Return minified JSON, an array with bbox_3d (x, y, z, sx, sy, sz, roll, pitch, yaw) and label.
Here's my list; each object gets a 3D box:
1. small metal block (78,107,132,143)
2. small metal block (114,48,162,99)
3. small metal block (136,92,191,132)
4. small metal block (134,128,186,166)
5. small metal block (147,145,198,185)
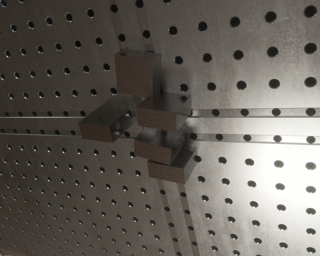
[{"bbox_3d":[-0.075,-0.005,0.430,0.050,0.050,0.025,6,121,24],"label":"small metal block"},{"bbox_3d":[-0.026,-0.067,0.382,0.050,0.025,0.050,13,124,20],"label":"small metal block"},{"bbox_3d":[0.006,-0.022,0.377,0.050,0.050,0.025,10,123,22],"label":"small metal block"},{"bbox_3d":[0.001,0.018,0.405,0.050,0.050,0.025,14,124,20],"label":"small metal block"},{"bbox_3d":[0.018,0.045,0.413,0.050,0.050,0.025,8,122,24],"label":"small metal block"}]
